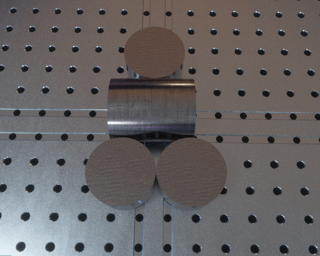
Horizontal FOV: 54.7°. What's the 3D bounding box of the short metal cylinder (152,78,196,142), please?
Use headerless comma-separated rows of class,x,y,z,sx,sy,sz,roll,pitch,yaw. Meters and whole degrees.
short metal cylinder,0.016,-0.022,0.392,0.050,0.080,0.080,0,70,0

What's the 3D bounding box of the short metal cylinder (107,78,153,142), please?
short metal cylinder,-0.035,-0.023,0.391,0.050,0.080,0.080,0,70,0

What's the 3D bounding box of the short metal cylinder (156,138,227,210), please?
short metal cylinder,0.036,0.057,0.376,0.081,0.050,0.080,0,70,0

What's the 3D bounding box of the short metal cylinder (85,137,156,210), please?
short metal cylinder,-0.045,0.057,0.376,0.081,0.050,0.080,0,70,0

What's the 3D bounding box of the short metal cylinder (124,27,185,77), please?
short metal cylinder,-0.007,-0.093,0.432,0.081,0.050,0.080,0,70,0
